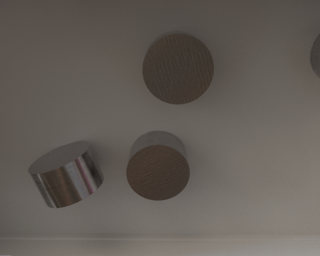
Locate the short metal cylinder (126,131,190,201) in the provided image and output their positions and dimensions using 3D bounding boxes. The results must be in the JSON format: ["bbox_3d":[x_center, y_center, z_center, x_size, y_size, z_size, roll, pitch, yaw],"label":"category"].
[{"bbox_3d":[-0.003,0.049,0.416,0.081,0.050,0.079,0,110,-1],"label":"short metal cylinder"}]

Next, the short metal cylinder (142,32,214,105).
[{"bbox_3d":[0.020,-0.073,0.371,0.081,0.050,0.079,0,110,-1],"label":"short metal cylinder"}]

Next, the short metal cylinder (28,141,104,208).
[{"bbox_3d":[-0.120,0.058,0.402,0.080,0.080,0.050,-17,109,6],"label":"short metal cylinder"}]

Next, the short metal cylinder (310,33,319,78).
[{"bbox_3d":[0.231,-0.087,0.369,0.081,0.050,0.079,0,110,-1],"label":"short metal cylinder"}]
